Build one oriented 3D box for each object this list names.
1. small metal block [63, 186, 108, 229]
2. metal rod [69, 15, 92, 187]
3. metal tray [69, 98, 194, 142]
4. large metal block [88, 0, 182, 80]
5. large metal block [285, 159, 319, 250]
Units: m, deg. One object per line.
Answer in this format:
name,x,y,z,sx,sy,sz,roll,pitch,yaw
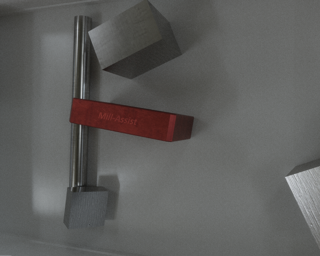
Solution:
small metal block,-0.103,0.109,0.430,0.025,0.050,0.050,11,95,58
metal rod,-0.116,-0.010,0.449,0.025,0.025,0.298,2,91,19
metal tray,-0.032,-0.011,0.386,0.130,0.090,0.030,10,94,19
large metal block,-0.028,-0.106,0.390,0.080,0.080,0.050,-23,83,18
large metal block,0.191,0.070,0.319,0.080,0.050,0.080,-28,81,34
